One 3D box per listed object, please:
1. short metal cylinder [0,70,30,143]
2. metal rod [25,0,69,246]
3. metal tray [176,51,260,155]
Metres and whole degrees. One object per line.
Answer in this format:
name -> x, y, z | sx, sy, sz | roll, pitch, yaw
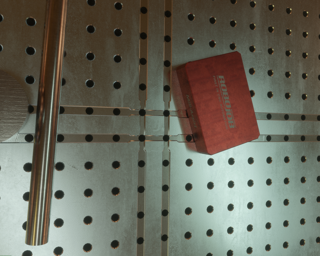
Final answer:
short metal cylinder -> -0.184, -0.022, 0.331 | 0.081, 0.050, 0.079 | 0, 90, -21
metal rod -> -0.132, -0.016, 0.364 | 0.025, 0.025, 0.298 | 5, 88, -20
metal tray -> 0.084, -0.036, 0.443 | 0.091, 0.030, 0.129 | -17, 96, -20
